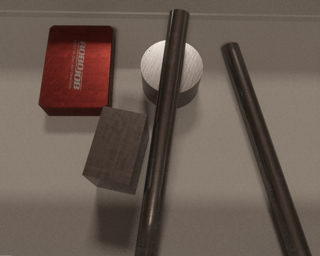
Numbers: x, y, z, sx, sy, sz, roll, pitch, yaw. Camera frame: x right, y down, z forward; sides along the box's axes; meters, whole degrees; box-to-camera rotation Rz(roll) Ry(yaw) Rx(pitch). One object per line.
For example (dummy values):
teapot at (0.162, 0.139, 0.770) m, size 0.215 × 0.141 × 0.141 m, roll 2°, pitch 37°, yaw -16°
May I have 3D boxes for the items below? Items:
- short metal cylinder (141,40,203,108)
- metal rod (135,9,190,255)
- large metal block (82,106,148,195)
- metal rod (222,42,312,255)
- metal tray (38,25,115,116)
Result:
short metal cylinder at (0.015, -0.072, 0.423) m, size 0.081 × 0.050 × 0.080 m, roll 0°, pitch 70°, yaw 0°
metal rod at (0.003, 0.006, 0.368) m, size 0.025 × 0.025 × 0.298 m, roll 8°, pitch 85°, yaw 2°
large metal block at (-0.047, 0.030, 0.369) m, size 0.050 × 0.080 × 0.080 m, roll 12°, pitch 71°, yaw 4°
metal rod at (0.133, 0.019, 0.404) m, size 0.025 × 0.025 × 0.299 m, roll -11°, pitch 70°, yaw -4°
metal tray at (-0.113, -0.082, 0.436) m, size 0.091 × 0.030 × 0.130 m, roll 0°, pitch 70°, yaw -1°
